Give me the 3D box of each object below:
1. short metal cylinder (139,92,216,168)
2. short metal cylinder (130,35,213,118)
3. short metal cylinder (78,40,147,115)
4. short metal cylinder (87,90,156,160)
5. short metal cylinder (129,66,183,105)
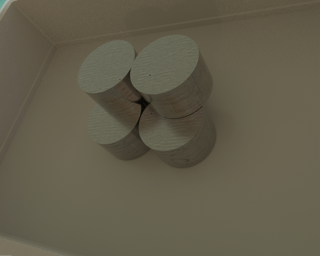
[{"bbox_3d":[0.022,0.002,0.375,0.080,0.050,0.080,-13,56,21],"label":"short metal cylinder"},{"bbox_3d":[0.014,-0.058,0.350,0.080,0.050,0.080,-13,56,21],"label":"short metal cylinder"},{"bbox_3d":[-0.055,-0.063,0.391,0.080,0.050,0.080,-13,56,21],"label":"short metal cylinder"},{"bbox_3d":[-0.049,-0.004,0.416,0.080,0.050,0.080,-13,56,21],"label":"short metal cylinder"},{"bbox_3d":[0.006,-0.062,0.423,0.080,0.050,0.080,-13,56,21],"label":"short metal cylinder"}]
